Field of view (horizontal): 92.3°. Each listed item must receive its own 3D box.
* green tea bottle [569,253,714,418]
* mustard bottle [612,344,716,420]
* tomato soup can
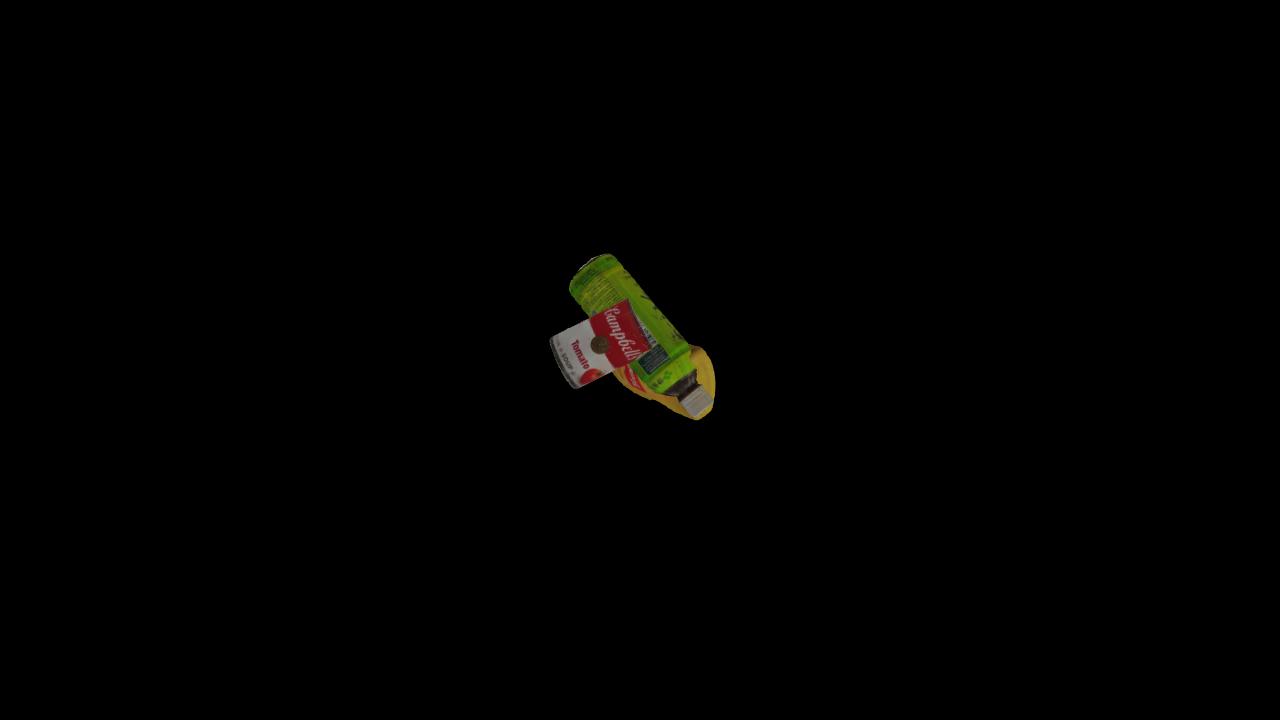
[{"bbox_3d":[0.005,-0.024,0.706,0.073,0.212,0.073,-36,-9,-7],"label":"green tea bottle"},{"bbox_3d":[0.010,0.007,0.766,0.054,0.092,0.184,-36,37,-29],"label":"mustard bottle"},{"bbox_3d":[-0.043,-0.018,0.691,0.101,0.068,0.068,-26,-2,4],"label":"tomato soup can"}]
